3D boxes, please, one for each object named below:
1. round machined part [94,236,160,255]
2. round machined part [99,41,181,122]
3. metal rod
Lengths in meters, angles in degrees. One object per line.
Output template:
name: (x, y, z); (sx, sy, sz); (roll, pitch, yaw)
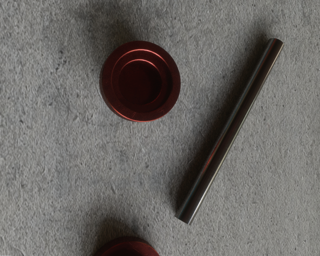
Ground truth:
round machined part: (-0.040, 0.191, 0.386); (0.099, 0.042, 0.097); (0, 90, -20)
round machined part: (-0.027, -0.056, 0.390); (0.099, 0.042, 0.097); (0, 90, -20)
metal rod: (0.104, -0.002, 0.447); (0.025, 0.025, 0.300); (33, 79, -17)
